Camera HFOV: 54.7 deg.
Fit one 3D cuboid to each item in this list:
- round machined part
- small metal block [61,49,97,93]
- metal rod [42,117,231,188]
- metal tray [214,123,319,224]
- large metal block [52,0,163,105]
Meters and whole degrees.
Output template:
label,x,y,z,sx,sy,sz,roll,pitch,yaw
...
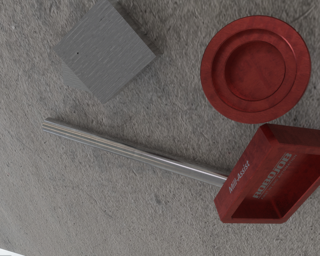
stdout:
label,x,y,z,sx,sy,sz,roll,pitch,yaw
round machined part,0.093,-0.055,0.300,0.098,0.042,0.097,4,99,27
small metal block,-0.101,-0.079,0.412,0.050,0.025,0.050,17,125,18
metal rod,-0.043,0.032,0.449,0.301,0.025,0.025,15,125,19
metal tray,0.126,0.057,0.342,0.091,0.030,0.129,6,129,-17
large metal block,-0.056,-0.086,0.350,0.080,0.050,0.080,-39,97,17
